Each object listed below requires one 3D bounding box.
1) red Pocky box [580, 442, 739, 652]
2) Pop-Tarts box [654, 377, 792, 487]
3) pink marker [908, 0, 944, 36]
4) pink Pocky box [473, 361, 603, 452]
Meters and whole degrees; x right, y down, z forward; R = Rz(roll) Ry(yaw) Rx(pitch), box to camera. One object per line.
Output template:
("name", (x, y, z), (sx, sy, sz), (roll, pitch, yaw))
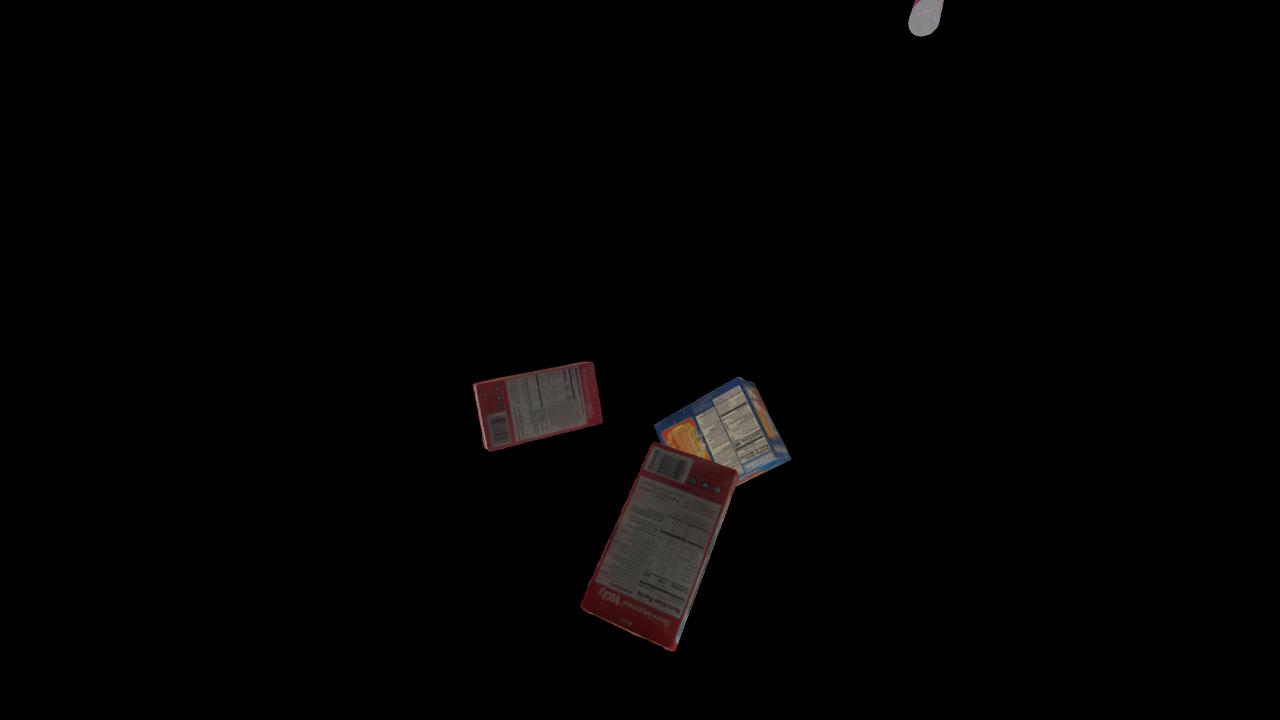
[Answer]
("red Pocky box", (0.019, 0.152, 0.521), (0.083, 0.155, 0.028), (17, -26, 19))
("Pop-Tarts box", (0.130, 0.130, 0.982), (0.167, 0.141, 0.083), (-33, -24, 23))
("pink marker", (0.206, -0.263, 0.431), (0.020, 0.121, 0.020), (18, -36, 13))
("pink Pocky box", (-0.126, 0.056, 0.777), (0.155, 0.084, 0.029), (-12, 7, -26))
